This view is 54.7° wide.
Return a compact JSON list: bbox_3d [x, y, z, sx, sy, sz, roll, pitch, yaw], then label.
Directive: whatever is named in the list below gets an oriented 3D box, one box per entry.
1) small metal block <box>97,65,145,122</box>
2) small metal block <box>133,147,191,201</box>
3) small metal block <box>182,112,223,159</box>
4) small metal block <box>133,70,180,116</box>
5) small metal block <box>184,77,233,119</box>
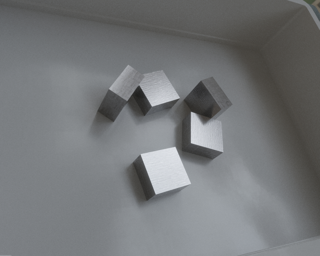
[{"bbox_3d":[-0.049,-0.043,0.391,0.025,0.050,0.050,34,51,-7],"label":"small metal block"},{"bbox_3d":[0.002,0.055,0.375,0.050,0.025,0.050,-9,67,-33],"label":"small metal block"},{"bbox_3d":[0.059,0.011,0.433,0.050,0.025,0.050,16,55,-19],"label":"small metal block"},{"bbox_3d":[-0.009,-0.050,0.433,0.050,0.025,0.050,-20,73,-36],"label":"small metal block"},{"bbox_3d":[0.069,-0.038,0.452,0.025,0.050,0.050,-23,74,-37],"label":"small metal block"}]
